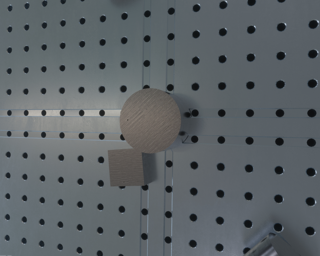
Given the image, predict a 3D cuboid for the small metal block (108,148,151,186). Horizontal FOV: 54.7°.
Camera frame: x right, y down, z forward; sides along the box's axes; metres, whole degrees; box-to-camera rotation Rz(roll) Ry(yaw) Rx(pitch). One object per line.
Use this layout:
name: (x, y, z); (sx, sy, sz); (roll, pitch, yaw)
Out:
small metal block: (-0.042, 0.053, 0.427); (0.050, 0.025, 0.050); (-5, 88, 19)

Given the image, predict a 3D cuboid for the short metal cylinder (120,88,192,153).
short metal cylinder: (-0.004, -0.009, 0.401); (0.080, 0.050, 0.079); (0, 90, 20)

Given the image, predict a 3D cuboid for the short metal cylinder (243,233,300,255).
short metal cylinder: (0.130, 0.163, 0.337); (0.080, 0.080, 0.050); (46, 104, 14)
